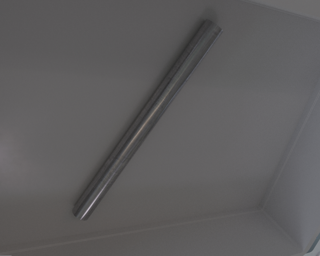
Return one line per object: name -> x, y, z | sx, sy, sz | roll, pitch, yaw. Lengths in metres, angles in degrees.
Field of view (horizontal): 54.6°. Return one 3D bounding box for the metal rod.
metal rod -> -0.022, -0.002, 0.394 | 0.025, 0.025, 0.299 | 28, 103, -38
